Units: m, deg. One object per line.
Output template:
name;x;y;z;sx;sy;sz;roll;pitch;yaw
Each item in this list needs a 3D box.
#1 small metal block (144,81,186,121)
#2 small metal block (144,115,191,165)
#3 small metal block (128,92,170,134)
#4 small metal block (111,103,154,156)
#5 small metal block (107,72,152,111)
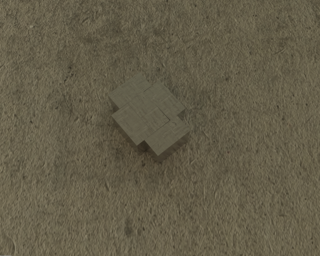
small metal block;0.006;-0.026;0.405;0.025;0.050;0.050;-39;75;-13
small metal block;0.009;0.017;0.389;0.050;0.050;0.025;-37;75;-13
small metal block;-0.014;-0.011;0.399;0.025;0.050;0.050;-38;75;-13
small metal block;-0.033;0.004;0.394;0.025;0.050;0.050;-38;75;-13
small metal block;-0.038;-0.039;0.409;0.050;0.050;0.025;-37;75;-13
